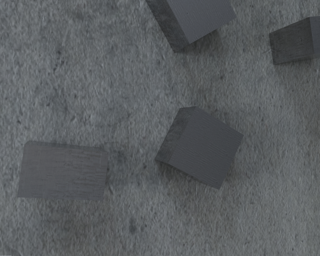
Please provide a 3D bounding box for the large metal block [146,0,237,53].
[{"bbox_3d":[0.041,-0.159,0.412,0.080,0.050,0.080,-33,101,-17],"label":"large metal block"}]

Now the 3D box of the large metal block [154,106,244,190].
[{"bbox_3d":[0.052,0.026,0.416,0.080,0.050,0.080,29,80,-18],"label":"large metal block"}]

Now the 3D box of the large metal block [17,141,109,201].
[{"bbox_3d":[-0.107,0.045,0.341,0.081,0.080,0.050,7,88,-20],"label":"large metal block"}]

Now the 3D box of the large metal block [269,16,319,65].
[{"bbox_3d":[0.227,-0.131,0.465,0.081,0.080,0.050,-11,94,-20],"label":"large metal block"}]
